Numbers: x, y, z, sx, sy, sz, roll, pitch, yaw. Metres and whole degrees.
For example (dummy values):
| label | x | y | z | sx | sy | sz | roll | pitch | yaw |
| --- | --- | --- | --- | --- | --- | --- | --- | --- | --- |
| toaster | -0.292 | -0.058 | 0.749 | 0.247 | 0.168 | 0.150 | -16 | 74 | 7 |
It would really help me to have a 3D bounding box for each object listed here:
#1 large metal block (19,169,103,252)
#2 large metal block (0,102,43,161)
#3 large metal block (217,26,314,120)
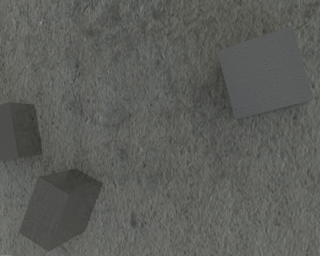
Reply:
| label | x | y | z | sx | sy | sz | roll | pitch | yaw |
| --- | --- | --- | --- | --- | --- | --- | --- | --- | --- |
| large metal block | -0.132 | 0.108 | 0.425 | 0.050 | 0.080 | 0.080 | 24 | 98 | 18 |
| large metal block | -0.237 | 0.010 | 0.477 | 0.080 | 0.050 | 0.080 | -12 | 86 | 19 |
| large metal block | 0.118 | -0.058 | 0.354 | 0.080 | 0.050 | 0.080 | -15 | 85 | 19 |
